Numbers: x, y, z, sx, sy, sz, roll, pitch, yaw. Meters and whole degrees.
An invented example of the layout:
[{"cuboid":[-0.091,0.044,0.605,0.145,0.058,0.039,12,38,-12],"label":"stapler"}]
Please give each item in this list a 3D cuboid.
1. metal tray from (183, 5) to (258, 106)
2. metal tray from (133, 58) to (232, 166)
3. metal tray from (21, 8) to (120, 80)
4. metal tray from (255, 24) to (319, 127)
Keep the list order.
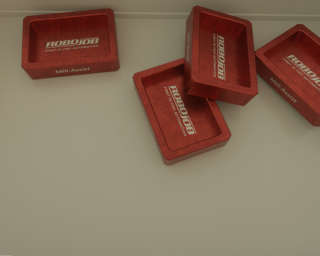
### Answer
[{"cuboid":[0.081,-0.099,0.420,0.091,0.030,0.130,11,62,-13],"label":"metal tray"},{"cuboid":[0.027,-0.025,0.416,0.091,0.030,0.130,-19,71,-7],"label":"metal tray"},{"cuboid":[-0.128,-0.123,0.450,0.131,0.030,0.090,-6,70,-3],"label":"metal tray"},{"cuboid":[0.203,-0.076,0.425,0.090,0.030,0.130,-33,66,-10],"label":"metal tray"}]
